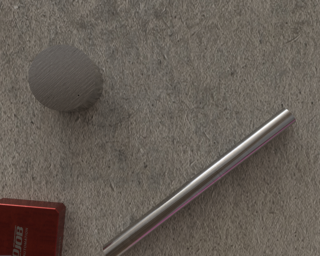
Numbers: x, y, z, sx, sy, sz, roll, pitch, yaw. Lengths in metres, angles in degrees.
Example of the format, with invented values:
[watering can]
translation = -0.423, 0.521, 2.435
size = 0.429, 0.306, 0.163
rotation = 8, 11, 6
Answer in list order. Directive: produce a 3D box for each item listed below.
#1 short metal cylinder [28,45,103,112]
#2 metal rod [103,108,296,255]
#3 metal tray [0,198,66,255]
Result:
[short metal cylinder]
translation = -0.118, -0.060, 0.396
size = 0.081, 0.050, 0.079
rotation = 0, 90, 0
[metal rod]
translation = 0.052, 0.074, 0.410
size = 0.301, 0.025, 0.025
rotation = -37, 90, 0
[metal tray]
translation = -0.178, 0.163, 0.406
size = 0.091, 0.030, 0.129
rotation = 5, 90, 0
